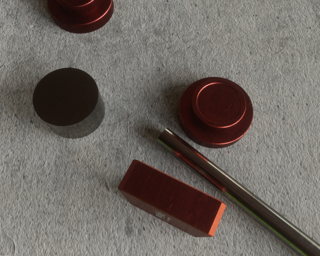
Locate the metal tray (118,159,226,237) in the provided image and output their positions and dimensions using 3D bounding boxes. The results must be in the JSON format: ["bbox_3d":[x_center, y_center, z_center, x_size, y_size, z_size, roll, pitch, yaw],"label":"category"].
[{"bbox_3d":[0.010,0.079,0.324,0.090,0.130,0.030,25,72,8],"label":"metal tray"}]

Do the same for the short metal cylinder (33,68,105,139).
[{"bbox_3d":[-0.116,-0.031,0.405,0.081,0.050,0.080,0,70,0],"label":"short metal cylinder"}]

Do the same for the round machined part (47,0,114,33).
[{"bbox_3d":[-0.122,-0.197,0.469,0.099,0.042,0.098,0,70,-1],"label":"round machined part"}]

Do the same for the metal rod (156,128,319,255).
[{"bbox_3d":[0.119,0.100,0.373,0.300,0.025,0.025,38,74,12],"label":"metal rod"}]

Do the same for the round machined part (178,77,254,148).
[{"bbox_3d":[0.075,-0.025,0.409,0.099,0.042,0.098,0,70,-1],"label":"round machined part"}]
